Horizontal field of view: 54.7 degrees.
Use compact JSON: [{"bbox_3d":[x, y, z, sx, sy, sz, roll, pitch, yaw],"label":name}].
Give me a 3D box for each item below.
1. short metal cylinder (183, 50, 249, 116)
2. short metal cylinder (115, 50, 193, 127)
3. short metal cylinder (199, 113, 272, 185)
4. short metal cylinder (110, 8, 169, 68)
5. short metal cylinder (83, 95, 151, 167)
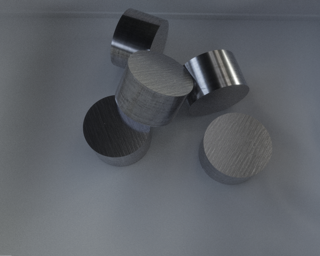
[{"bbox_3d":[0.068,-0.056,0.401,0.081,0.080,0.050,-16,71,-6],"label":"short metal cylinder"},{"bbox_3d":[-0.008,-0.048,0.369,0.081,0.050,0.080,16,42,-15],"label":"short metal cylinder"},{"bbox_3d":[0.091,0.027,0.387,0.081,0.050,0.080,0,70,0],"label":"short metal cylinder"},{"bbox_3d":[-0.026,-0.115,0.422,0.050,0.080,0.080,21,72,7],"label":"short metal cylinder"},{"bbox_3d":[-0.052,0.005,0.394,0.081,0.050,0.080,0,70,0],"label":"short metal cylinder"}]
